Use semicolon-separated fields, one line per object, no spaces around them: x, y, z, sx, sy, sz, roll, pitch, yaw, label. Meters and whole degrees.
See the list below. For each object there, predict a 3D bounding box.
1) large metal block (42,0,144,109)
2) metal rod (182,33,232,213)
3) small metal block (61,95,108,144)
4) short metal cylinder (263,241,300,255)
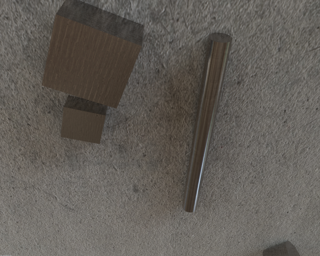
-0.070;-0.077;0.325;0.081;0.050;0.079;17;128;-15;large metal block
0.057;0.018;0.423;0.025;0.025;0.298;2;130;-2;metal rod
-0.097;-0.010;0.397;0.050;0.025;0.050;12;129;-10;small metal block
0.245;0.270;0.605;0.050;0.080;0.080;-33;123;25;short metal cylinder
